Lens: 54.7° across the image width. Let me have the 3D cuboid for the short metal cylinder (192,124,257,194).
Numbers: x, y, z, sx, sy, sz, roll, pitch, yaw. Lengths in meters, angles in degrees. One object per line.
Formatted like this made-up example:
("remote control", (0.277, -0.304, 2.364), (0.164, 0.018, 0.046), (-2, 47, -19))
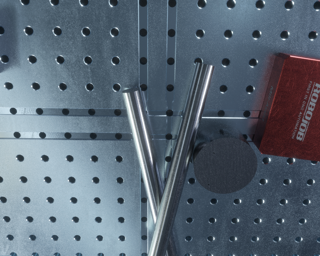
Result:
("short metal cylinder", (0.083, 0.040, 0.416), (0.081, 0.050, 0.079), (0, 110, 0))

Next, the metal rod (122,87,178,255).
("metal rod", (-0.008, 0.089, 0.445), (0.025, 0.025, 0.298), (-10, 110, 4))

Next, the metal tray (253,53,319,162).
("metal tray", (0.184, -0.025, 0.403), (0.091, 0.030, 0.129), (8, 110, -3))

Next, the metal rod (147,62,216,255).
("metal rod", (0.023, 0.062, 0.418), (0.025, 0.025, 0.298), (12, 103, -5))
